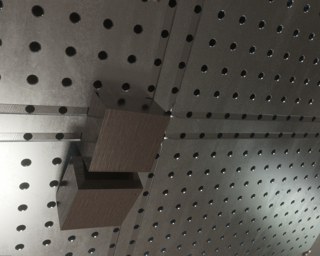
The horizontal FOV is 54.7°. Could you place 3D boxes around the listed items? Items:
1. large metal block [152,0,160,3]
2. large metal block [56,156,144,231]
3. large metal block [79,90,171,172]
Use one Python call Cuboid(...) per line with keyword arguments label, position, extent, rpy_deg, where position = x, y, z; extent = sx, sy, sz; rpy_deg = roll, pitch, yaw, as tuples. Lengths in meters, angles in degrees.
Cuboid(label="large metal block", position=(-0.005, -0.165, 0.272), extent=(0.080, 0.080, 0.050), rpy_deg=(-46, 130, 3))
Cuboid(label="large metal block", position=(-0.079, 0.083, 0.393), extent=(0.081, 0.050, 0.079), rpy_deg=(6, 129, -32))
Cuboid(label="large metal block", position=(-0.045, 0.006, 0.376), extent=(0.081, 0.050, 0.079), rpy_deg=(6, 115, -32))
